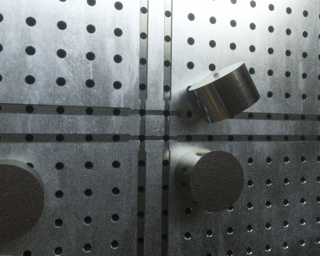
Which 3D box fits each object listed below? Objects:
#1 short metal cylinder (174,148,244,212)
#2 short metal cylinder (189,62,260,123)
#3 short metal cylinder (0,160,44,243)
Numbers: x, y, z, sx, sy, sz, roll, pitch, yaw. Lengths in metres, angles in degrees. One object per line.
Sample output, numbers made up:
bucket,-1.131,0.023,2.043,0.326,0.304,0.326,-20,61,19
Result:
short metal cylinder,0.067,0.069,0.425,0.081,0.050,0.079,0,90,-20
short metal cylinder,0.086,-0.048,0.416,0.080,0.080,0.050,-32,101,-17
short metal cylinder,-0.169,0.076,0.337,0.081,0.050,0.079,0,90,-21
